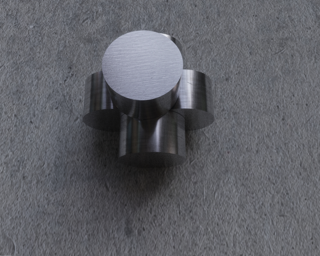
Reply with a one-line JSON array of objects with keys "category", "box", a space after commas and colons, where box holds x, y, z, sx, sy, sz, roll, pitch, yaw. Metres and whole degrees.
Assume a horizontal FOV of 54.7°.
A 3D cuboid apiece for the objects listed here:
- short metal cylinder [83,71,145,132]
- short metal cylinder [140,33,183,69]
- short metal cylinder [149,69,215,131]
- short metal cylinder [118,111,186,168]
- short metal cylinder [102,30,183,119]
[{"category": "short metal cylinder", "box": [-0.055, -0.031, 0.391, 0.081, 0.080, 0.050, -1, 70, -1]}, {"category": "short metal cylinder", "box": [-0.009, -0.080, 0.409, 0.081, 0.080, 0.050, -2, 70, -1]}, {"category": "short metal cylinder", "box": [0.027, -0.032, 0.392, 0.081, 0.080, 0.050, 0, 70, -1]}, {"category": "short metal cylinder", "box": [-0.009, 0.015, 0.374, 0.081, 0.080, 0.050, 0, 70, -1]}, {"category": "short metal cylinder", "box": [-0.017, -0.055, 0.331, 0.081, 0.050, 0.080, 0, 70, 0]}]
